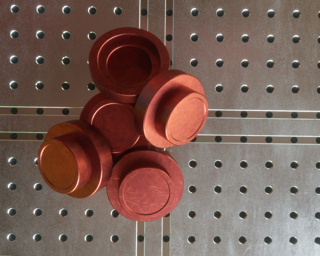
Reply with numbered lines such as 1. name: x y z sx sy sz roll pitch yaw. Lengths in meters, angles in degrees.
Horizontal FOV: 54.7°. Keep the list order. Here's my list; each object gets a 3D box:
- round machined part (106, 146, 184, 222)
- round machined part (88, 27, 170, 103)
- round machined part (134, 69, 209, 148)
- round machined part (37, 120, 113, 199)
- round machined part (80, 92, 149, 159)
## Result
1. round machined part: -0.018 0.075 0.392 0.099 0.042 0.097 -1 102 -6
2. round machined part: -0.038 -0.075 0.393 0.099 0.042 0.098 2 69 -5
3. round machined part: 0.020 -0.018 0.376 0.042 0.098 0.098 34 90 41
4. round machined part: -0.110 0.041 0.380 0.098 0.042 0.097 8 106 28
5. round machined part: -0.057 -0.003 0.403 0.099 0.042 0.097 0 90 -1
